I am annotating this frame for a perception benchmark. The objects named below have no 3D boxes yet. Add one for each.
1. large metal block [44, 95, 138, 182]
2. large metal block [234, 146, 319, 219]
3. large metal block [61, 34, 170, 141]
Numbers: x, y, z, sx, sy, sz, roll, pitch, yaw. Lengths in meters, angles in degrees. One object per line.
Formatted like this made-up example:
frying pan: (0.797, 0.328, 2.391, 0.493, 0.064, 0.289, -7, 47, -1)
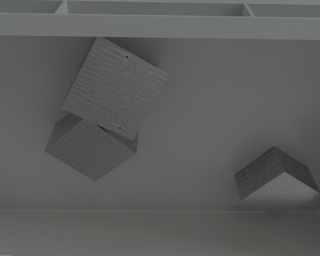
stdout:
large metal block: (-0.086, 0.014, 0.404, 0.080, 0.050, 0.080, -35, 122, 26)
large metal block: (0.174, 0.084, 0.466, 0.080, 0.050, 0.080, 30, 124, -23)
large metal block: (-0.049, -0.044, 0.334, 0.080, 0.050, 0.080, 26, 99, -21)
